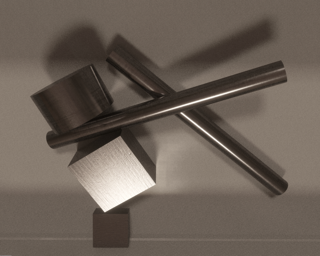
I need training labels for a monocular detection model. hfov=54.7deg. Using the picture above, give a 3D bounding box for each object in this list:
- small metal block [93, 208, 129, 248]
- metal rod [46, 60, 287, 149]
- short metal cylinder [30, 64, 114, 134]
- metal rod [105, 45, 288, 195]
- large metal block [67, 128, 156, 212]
[{"bbox_3d":[-0.072,0.147,0.458,0.050,0.025,0.050,0,94,-1],"label":"small metal block"},{"bbox_3d":[-0.005,-0.023,0.377,0.301,0.025,0.025,-16,110,15],"label":"metal rod"},{"bbox_3d":[-0.103,-0.035,0.368,0.080,0.080,0.050,-25,109,8],"label":"short metal cylinder"},{"bbox_3d":[0.058,-0.003,0.411,0.301,0.025,0.025,37,106,-13],"label":"metal rod"},{"bbox_3d":[-0.061,0.052,0.416,0.080,0.050,0.080,-31,108,10],"label":"large metal block"}]
